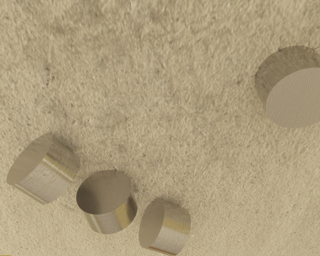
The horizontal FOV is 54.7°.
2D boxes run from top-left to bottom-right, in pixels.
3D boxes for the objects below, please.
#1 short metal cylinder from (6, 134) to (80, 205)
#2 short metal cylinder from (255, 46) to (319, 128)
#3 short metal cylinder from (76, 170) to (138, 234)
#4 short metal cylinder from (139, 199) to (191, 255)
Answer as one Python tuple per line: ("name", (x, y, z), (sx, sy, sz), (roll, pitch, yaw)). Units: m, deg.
("short metal cylinder", (-0.155, 0.055, 0.415), (0.080, 0.080, 0.050), (-28, 125, 21))
("short metal cylinder", (0.155, -0.046, 0.354), (0.081, 0.050, 0.079), (0, 130, 0))
("short metal cylinder", (-0.078, 0.109, 0.463), (0.080, 0.080, 0.050), (-6, 130, 4))
("short metal cylinder", (0.007, 0.163, 0.510), (0.050, 0.080, 0.080), (26, 125, -21))
